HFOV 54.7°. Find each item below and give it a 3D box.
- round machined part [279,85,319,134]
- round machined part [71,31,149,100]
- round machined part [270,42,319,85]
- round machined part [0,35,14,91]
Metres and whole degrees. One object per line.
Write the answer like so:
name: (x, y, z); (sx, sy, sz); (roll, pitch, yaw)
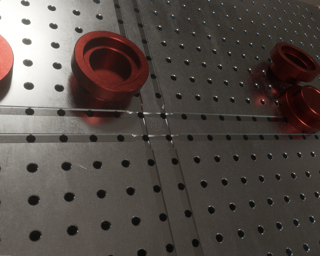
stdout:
round machined part: (0.273, -0.040, 0.572); (0.099, 0.042, 0.098); (14, 56, -21)
round machined part: (-0.068, -0.077, 0.409); (0.099, 0.042, 0.098); (14, 56, -21)
round machined part: (0.257, -0.121, 0.604); (0.099, 0.042, 0.098); (15, 43, -15)
round machined part: (-0.212, -0.081, 0.333); (0.099, 0.042, 0.098); (14, 56, -21)
